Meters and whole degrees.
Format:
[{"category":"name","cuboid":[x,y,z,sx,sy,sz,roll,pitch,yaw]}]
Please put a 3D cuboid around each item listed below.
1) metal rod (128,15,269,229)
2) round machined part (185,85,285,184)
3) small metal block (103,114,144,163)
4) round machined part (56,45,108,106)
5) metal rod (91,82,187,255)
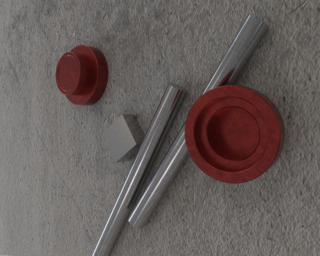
[{"category":"metal rod","cuboid":[0.035,0.010,0.376,0.025,0.025,0.298,43,116,31]},{"category":"round machined part","cuboid":[0.079,0.005,0.323,0.098,0.042,0.097,3,96,32]},{"category":"small metal block","cuboid":[-0.050,0.015,0.446,0.050,0.025,0.050,-41,65,32]},{"category":"round machined part","cuboid":[-0.133,-0.086,0.503,0.098,0.042,0.097,0,90,40]},{"category":"metal rod","cuboid":[-0.037,0.076,0.435,0.025,0.025,0.298,38,113,33]}]
